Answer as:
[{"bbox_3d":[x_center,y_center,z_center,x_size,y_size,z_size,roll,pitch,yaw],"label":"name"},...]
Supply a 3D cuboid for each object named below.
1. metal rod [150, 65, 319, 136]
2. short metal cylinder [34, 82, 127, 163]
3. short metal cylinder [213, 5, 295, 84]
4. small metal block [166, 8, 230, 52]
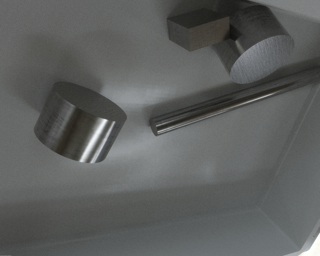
[{"bbox_3d":[0.128,-0.046,0.452,0.302,0.025,0.025,-18,126,-18],"label":"metal rod"},{"bbox_3d":[-0.082,-0.007,0.325,0.080,0.080,0.050,19,108,-36],"label":"short metal cylinder"},{"bbox_3d":[0.111,-0.098,0.374,0.081,0.050,0.080,-17,153,-9],"label":"short metal cylinder"},{"bbox_3d":[0.042,-0.112,0.348,0.050,0.050,0.025,-22,127,-16],"label":"small metal block"}]
